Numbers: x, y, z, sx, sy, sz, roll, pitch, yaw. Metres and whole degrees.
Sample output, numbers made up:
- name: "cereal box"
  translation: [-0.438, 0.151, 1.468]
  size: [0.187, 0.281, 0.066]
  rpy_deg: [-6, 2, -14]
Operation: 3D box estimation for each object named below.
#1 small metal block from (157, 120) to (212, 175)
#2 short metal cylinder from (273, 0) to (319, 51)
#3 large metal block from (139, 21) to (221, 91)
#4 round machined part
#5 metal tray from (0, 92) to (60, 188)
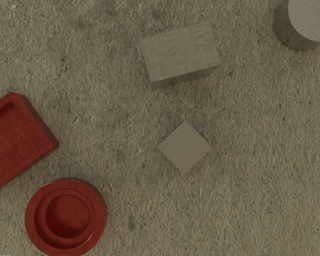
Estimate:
- name: "small metal block"
  translation: [0.032, 0.025, 0.410]
  size: [0.050, 0.025, 0.050]
  rpy_deg: [-43, 91, 0]
- name: "short metal cylinder"
  translation: [0.195, -0.145, 0.400]
  size: [0.081, 0.050, 0.079]
  rpy_deg: [0, 90, -1]
- name: "large metal block"
  translation: [0.022, -0.085, 0.383]
  size: [0.080, 0.080, 0.050]
  rpy_deg: [-15, 90, 0]
- name: "round machined part"
  translation: [-0.117, 0.112, 0.400]
  size: [0.099, 0.042, 0.097]
  rpy_deg: [0, 90, -1]
- name: "metal tray"
  translation: [-0.213, 0.025, 0.404]
  size: [0.130, 0.030, 0.090]
  rpy_deg: [-35, 90, -1]
